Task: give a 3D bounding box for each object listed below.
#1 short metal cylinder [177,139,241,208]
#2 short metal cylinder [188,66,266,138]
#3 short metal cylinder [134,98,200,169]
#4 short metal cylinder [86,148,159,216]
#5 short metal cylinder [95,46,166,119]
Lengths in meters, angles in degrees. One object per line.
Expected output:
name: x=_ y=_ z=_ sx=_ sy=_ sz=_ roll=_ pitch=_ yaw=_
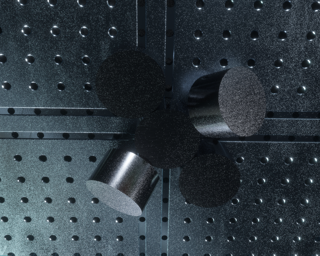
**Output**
short metal cylinder: x=0.064 y=0.061 z=0.423 sx=0.081 sy=0.050 sz=0.079 roll=0 pitch=110 yaw=-1
short metal cylinder: x=0.080 y=-0.029 z=0.369 sx=0.081 sy=0.050 sz=0.080 roll=3 pitch=85 yaw=-35
short metal cylinder: x=0.009 y=0.006 z=0.402 sx=0.081 sy=0.050 sz=0.079 roll=0 pitch=110 yaw=-1
short metal cylinder: x=-0.048 y=0.071 z=0.404 sx=0.080 sy=0.050 sz=0.080 roll=21 pitch=147 yaw=15
short metal cylinder: x=-0.034 y=-0.057 z=0.378 sx=0.081 sy=0.050 sz=0.079 roll=0 pitch=110 yaw=-1
